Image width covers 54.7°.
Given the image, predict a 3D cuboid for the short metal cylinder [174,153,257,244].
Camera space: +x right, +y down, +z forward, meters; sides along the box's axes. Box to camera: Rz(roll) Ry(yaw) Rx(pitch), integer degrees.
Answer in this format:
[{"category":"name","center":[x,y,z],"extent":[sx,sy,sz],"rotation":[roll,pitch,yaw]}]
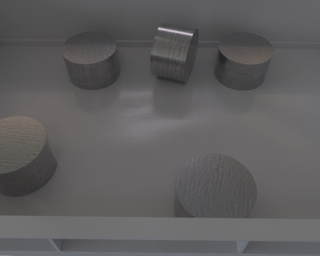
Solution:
[{"category":"short metal cylinder","center":[0.056,0.074,0.327],"extent":[0.080,0.050,0.080],"rotation":[0,50,0]}]

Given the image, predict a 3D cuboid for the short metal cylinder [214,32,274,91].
[{"category":"short metal cylinder","center":[0.127,-0.103,0.476],"extent":[0.080,0.050,0.080],"rotation":[0,50,0]}]

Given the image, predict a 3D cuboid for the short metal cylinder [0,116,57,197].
[{"category":"short metal cylinder","center":[-0.167,0.032,0.360],"extent":[0.080,0.050,0.080],"rotation":[0,50,0]}]

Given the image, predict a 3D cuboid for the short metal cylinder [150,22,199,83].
[{"category":"short metal cylinder","center":[0.023,-0.113,0.464],"extent":[0.050,0.080,0.080],"rotation":[15,52,12]}]

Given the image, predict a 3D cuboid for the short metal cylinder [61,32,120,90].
[{"category":"short metal cylinder","center":[-0.104,-0.104,0.475],"extent":[0.080,0.050,0.080],"rotation":[0,50,0]}]
